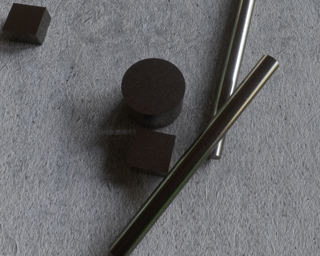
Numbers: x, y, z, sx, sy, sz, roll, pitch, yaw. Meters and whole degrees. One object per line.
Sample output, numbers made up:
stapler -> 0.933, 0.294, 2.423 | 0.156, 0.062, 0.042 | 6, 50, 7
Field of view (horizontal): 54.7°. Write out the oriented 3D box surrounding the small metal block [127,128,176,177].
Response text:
small metal block -> -0.010, 0.032, 0.396 | 0.050, 0.025, 0.050 | 12, 70, 4

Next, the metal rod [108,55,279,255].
metal rod -> 0.045, 0.030, 0.375 | 0.025, 0.025, 0.300 | 38, 82, 12

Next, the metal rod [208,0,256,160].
metal rod -> 0.106, -0.099, 0.444 | 0.025, 0.025, 0.299 | 15, 71, 5

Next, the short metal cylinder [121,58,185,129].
short metal cylinder -> -0.008, -0.045, 0.411 | 0.081, 0.050, 0.080 | 0, 70, 0

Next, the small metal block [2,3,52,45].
small metal block -> -0.198, -0.156, 0.463 | 0.050, 0.025, 0.050 | 9, 70, 3
